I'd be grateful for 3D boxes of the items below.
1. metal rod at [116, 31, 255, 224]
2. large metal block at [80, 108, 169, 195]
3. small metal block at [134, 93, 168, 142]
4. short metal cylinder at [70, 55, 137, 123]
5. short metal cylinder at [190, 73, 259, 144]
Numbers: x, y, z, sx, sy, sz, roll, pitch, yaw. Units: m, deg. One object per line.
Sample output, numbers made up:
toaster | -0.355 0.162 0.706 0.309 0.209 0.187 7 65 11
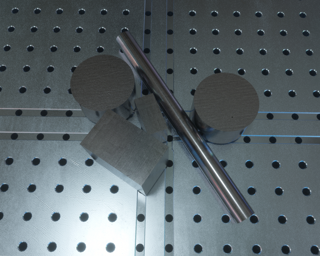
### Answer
metal rod | 0.024 -0.013 0.412 0.025 0.025 0.299 -30 73 -10
large metal block | -0.037 0.032 0.366 0.080 0.080 0.050 32 74 11
small metal block | -0.011 -0.009 0.397 0.025 0.050 0.050 -20 72 -7
short metal cylinder | -0.072 -0.050 0.412 0.081 0.050 0.080 0 70 0
short metal cylinder | 0.082 -0.025 0.404 0.081 0.050 0.080 0 70 0
